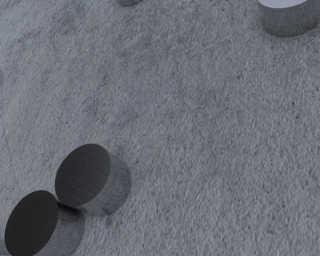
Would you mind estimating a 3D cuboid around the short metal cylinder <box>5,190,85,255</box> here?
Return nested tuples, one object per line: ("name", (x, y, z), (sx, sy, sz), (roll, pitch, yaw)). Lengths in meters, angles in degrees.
("short metal cylinder", (-0.143, 0.124, 0.387), (0.080, 0.050, 0.080), (-13, 56, 21))

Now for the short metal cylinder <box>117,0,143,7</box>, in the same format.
("short metal cylinder", (-0.058, -0.280, 0.591), (0.080, 0.050, 0.080), (-13, 56, 21))

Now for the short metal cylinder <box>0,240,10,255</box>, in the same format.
("short metal cylinder", (-0.236, 0.182, 0.400), (0.080, 0.050, 0.080), (-13, 56, 21))

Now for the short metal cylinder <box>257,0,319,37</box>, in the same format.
("short metal cylinder", (0.169, -0.165, 0.401), (0.080, 0.050, 0.080), (-13, 56, 21))

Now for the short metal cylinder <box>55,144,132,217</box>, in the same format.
("short metal cylinder", (-0.083, 0.066, 0.391), (0.080, 0.050, 0.080), (-13, 56, 21))
